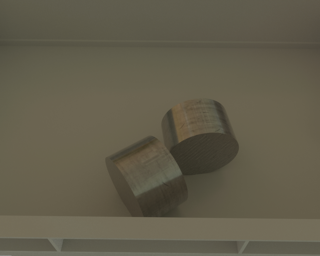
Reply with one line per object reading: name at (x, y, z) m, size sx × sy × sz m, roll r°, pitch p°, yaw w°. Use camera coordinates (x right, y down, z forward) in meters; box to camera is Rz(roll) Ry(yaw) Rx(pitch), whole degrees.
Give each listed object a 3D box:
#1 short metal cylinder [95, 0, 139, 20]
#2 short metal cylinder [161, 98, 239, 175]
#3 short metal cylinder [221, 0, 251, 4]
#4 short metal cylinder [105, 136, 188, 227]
short metal cylinder at (-0.083, -0.252, 0.583) m, size 0.081 × 0.080 × 0.050 m, roll -9°, pitch 51°, yaw -8°
short metal cylinder at (0.045, 0.011, 0.360) m, size 0.081 × 0.080 × 0.050 m, roll -6°, pitch 50°, yaw -5°
short metal cylinder at (0.159, -0.304, 0.648) m, size 0.080 × 0.050 × 0.080 m, roll 0°, pitch 50°, yaw 0°
short metal cylinder at (-0.015, 0.055, 0.323) m, size 0.050 × 0.080 × 0.080 m, roll -27°, pitch 55°, yaw -21°
